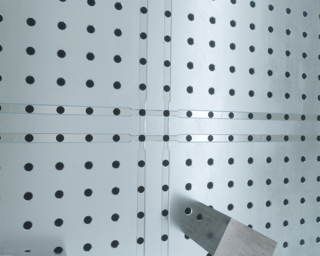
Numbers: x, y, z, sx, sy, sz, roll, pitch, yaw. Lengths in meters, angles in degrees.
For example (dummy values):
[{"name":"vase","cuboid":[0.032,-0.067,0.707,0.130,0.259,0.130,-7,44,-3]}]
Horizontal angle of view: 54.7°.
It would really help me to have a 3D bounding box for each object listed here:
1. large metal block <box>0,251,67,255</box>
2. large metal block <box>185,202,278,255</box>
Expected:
[{"name":"large metal block","cuboid":[-0.150,0.187,0.344,0.081,0.050,0.080,7,88,-20]},{"name":"large metal block","cuboid":[0.094,0.149,0.420,0.080,0.080,0.050,31,80,-18]}]
